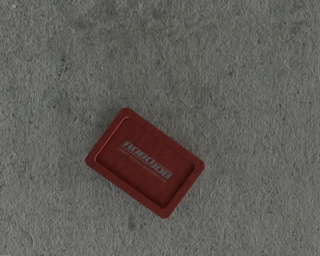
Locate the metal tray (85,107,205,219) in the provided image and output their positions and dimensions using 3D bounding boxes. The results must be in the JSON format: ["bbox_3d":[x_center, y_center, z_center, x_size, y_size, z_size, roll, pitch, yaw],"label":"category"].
[{"bbox_3d":[-0.019,0.045,0.408,0.130,0.030,0.090,36,90,-1],"label":"metal tray"}]
